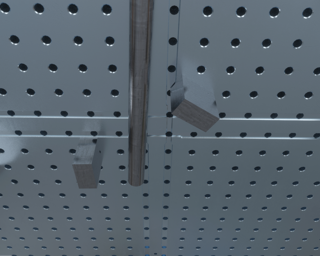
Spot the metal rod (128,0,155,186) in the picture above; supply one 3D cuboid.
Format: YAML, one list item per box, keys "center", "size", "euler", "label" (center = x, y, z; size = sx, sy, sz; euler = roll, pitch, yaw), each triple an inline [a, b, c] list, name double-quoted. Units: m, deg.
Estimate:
- center: [-0.026, -0.032, 0.383]
  size: [0.025, 0.025, 0.298]
  euler: [3, 130, -3]
  label: "metal rod"

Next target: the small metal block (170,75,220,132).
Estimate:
- center: [0.041, -0.029, 0.370]
  size: [0.050, 0.050, 0.025]
  euler: [27, 125, -21]
  label: "small metal block"

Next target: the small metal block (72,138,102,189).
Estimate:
- center: [-0.101, 0.050, 0.436]
  size: [0.025, 0.050, 0.050]
  euler: [-1, 130, 0]
  label: "small metal block"
